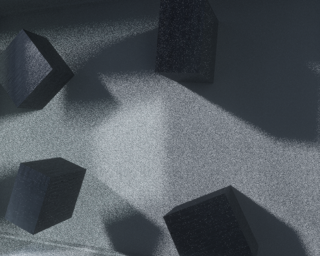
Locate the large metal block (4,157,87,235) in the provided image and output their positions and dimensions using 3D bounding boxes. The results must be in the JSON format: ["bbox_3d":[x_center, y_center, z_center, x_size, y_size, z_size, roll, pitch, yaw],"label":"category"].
[{"bbox_3d":[-0.158,0.091,0.437,0.050,0.080,0.080,21,97,19],"label":"large metal block"}]

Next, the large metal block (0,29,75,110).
[{"bbox_3d":[-0.191,-0.085,0.465,0.080,0.050,0.080,-42,77,15],"label":"large metal block"}]

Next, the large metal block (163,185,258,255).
[{"bbox_3d":[0.062,0.125,0.375,0.080,0.050,0.080,-26,82,18],"label":"large metal block"}]

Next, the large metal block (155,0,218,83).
[{"bbox_3d":[0.035,-0.099,0.369,0.050,0.080,0.079,5,92,20],"label":"large metal block"}]
